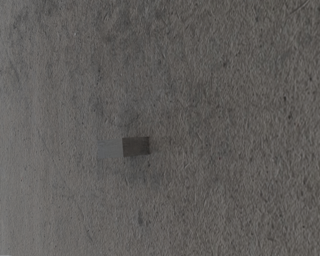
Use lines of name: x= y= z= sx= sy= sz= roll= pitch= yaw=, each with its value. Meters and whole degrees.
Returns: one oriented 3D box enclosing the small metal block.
small metal block: x=-0.051 y=0.027 z=0.432 sx=0.050 sy=0.050 sz=0.025 roll=-8 pitch=85 yaw=40
